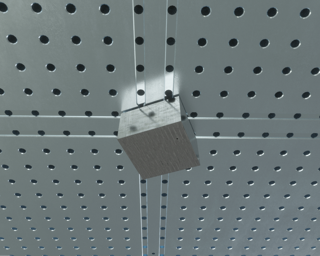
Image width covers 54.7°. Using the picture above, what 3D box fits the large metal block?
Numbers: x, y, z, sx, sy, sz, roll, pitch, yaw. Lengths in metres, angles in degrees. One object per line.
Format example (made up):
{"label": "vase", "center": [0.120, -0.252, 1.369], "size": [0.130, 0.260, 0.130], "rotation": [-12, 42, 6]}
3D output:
{"label": "large metal block", "center": [0.000, 0.015, 0.404], "size": [0.080, 0.050, 0.080], "rotation": [-16, 129, 13]}
